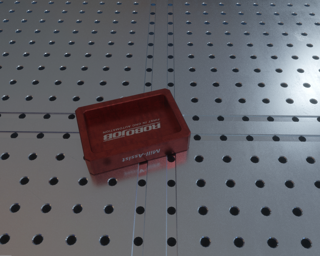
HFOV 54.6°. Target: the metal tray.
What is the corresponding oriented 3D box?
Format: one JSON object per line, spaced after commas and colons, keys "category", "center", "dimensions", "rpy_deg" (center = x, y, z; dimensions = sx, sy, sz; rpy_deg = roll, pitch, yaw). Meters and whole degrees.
{"category": "metal tray", "center": [-0.036, 0.000, 0.403], "dimensions": [0.131, 0.030, 0.090], "rpy_deg": [-14, 51, -12]}
